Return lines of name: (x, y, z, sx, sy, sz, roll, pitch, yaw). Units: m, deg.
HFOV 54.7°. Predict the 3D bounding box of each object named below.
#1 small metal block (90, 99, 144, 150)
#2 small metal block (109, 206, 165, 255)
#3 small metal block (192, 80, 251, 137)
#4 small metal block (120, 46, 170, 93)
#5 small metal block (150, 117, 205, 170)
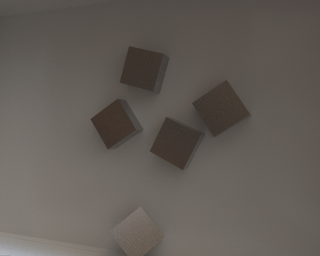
small metal block: (-0.060, -0.005, 0.430, 0.050, 0.025, 0.050, -35, 79, 16)
small metal block: (-0.030, 0.141, 0.408, 0.050, 0.025, 0.050, -36, 76, -18)
small metal block: (0.076, -0.023, 0.383, 0.050, 0.025, 0.050, -34, 79, 16)
small metal block: (-0.021, -0.078, 0.417, 0.050, 0.025, 0.050, 17, 96, 18)
small metal block: (0.023, 0.019, 0.402, 0.050, 0.025, 0.050, 28, 99, 17)
